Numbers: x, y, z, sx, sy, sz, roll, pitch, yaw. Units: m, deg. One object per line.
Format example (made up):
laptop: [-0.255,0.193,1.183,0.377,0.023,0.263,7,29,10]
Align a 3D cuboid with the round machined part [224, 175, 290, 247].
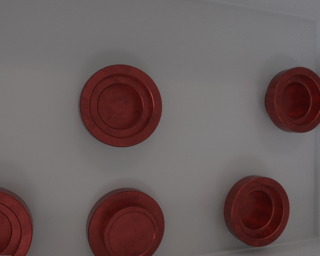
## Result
round machined part: [0.135,0.117,0.451,0.099,0.042,0.097,0,90,-20]

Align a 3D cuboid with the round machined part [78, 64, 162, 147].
round machined part: [-0.051,-0.026,0.383,0.099,0.042,0.097,0,90,-20]

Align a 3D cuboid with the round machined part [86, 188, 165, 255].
round machined part: [-0.040,0.127,0.387,0.099,0.042,0.097,0,90,-20]

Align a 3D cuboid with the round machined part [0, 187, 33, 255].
round machined part: [-0.189,0.110,0.332,0.099,0.042,0.097,0,90,-20]

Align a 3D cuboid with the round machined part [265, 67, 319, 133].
round machined part: [0.202,-0.042,0.476,0.099,0.042,0.097,0,90,-20]
